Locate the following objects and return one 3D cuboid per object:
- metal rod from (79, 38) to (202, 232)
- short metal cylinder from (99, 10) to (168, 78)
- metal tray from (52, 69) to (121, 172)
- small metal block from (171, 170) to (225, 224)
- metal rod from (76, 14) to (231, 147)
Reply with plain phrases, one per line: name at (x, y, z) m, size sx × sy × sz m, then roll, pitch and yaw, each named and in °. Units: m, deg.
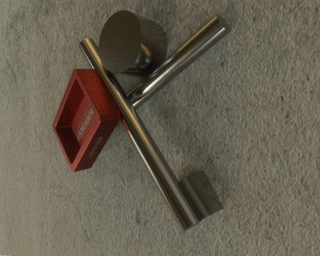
metal rod at (-0.037, -0.008, 0.403) m, size 0.025 × 0.025 × 0.299 m, roll -46°, pitch 63°, yaw 30°
short metal cylinder at (-0.037, -0.111, 0.417) m, size 0.080 × 0.050 × 0.079 m, roll 0°, pitch 90°, yaw 39°
metal tray at (-0.110, -0.009, 0.441) m, size 0.090 × 0.030 × 0.129 m, roll 58°, pitch 135°, yaw 24°
small metal block at (0.040, 0.086, 0.371) m, size 0.050 × 0.025 × 0.050 m, roll -41°, pitch 66°, yaw 32°
metal rod at (-0.029, -0.044, 0.429) m, size 0.299 × 0.025 × 0.025 m, roll -36°, pitch 68°, yaw 33°
